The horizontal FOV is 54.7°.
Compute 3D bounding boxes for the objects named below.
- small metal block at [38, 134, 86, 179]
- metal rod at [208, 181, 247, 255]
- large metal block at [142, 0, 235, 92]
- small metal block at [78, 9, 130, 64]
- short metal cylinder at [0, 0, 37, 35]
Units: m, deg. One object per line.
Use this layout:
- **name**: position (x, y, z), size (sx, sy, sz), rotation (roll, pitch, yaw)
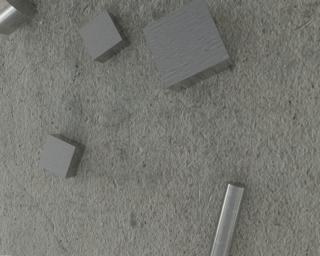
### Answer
- **small metal block**: position (-0.145, 0.041, 0.459), size (0.050, 0.025, 0.050), rotation (22, 97, 18)
- **metal rod**: position (0.060, 0.213, 0.387), size (0.025, 0.025, 0.298), rotation (14, 95, 19)
- **large metal block**: position (0.036, -0.099, 0.382), size (0.080, 0.050, 0.080), rotation (-24, 82, 18)
- **small metal block**: position (-0.078, -0.127, 0.435), size (0.050, 0.025, 0.050), rotation (-30, 80, 17)
- **short metal cylinder**: position (-0.233, -0.187, 0.460), size (0.050, 0.080, 0.080), rotation (-29, 81, 17)
